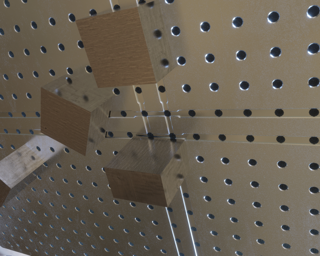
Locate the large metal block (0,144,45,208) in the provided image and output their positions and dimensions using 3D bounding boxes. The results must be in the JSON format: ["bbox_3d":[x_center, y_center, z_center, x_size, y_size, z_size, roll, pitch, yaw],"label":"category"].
[{"bbox_3d":[-0.273,0.088,0.576,0.050,0.080,0.080,43,129,-1],"label":"large metal block"}]

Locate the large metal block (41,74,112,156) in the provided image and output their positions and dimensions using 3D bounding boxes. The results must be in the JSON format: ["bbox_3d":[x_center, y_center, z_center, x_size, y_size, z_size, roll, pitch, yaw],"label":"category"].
[{"bbox_3d":[-0.123,-0.019,0.449,0.080,0.050,0.079,26,128,12],"label":"large metal block"}]

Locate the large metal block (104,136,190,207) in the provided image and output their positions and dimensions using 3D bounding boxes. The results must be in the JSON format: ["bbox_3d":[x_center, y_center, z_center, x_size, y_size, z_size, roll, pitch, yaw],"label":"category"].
[{"bbox_3d":[-0.014,0.054,0.417,0.080,0.080,0.050,3,120,27],"label":"large metal block"}]

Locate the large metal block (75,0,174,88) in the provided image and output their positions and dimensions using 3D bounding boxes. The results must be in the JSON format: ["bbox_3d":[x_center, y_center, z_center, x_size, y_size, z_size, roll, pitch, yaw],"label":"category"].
[{"bbox_3d":[-0.038,-0.095,0.357,0.080,0.050,0.080,0,118,28],"label":"large metal block"}]
